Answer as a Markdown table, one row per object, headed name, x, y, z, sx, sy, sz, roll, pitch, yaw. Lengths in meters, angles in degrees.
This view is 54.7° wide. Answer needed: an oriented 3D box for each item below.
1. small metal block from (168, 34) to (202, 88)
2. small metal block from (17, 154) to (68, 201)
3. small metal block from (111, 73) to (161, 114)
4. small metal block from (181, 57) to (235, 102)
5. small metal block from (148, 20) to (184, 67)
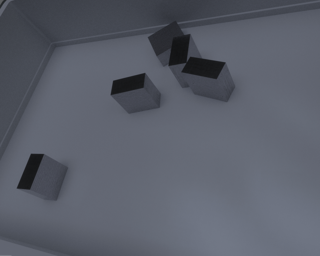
| name | x | y | z | sx | sy | sz | roll | pitch | yaw |
| --- | --- | --- | --- | --- | --- | --- | --- | --- | --- |
| small metal block | 0.036 | -0.091 | 0.426 | 0.025 | 0.050 | 0.050 | -5 | 60 | 25 |
| small metal block | -0.161 | 0.069 | 0.430 | 0.025 | 0.050 | 0.050 | -2 | 61 | 27 |
| small metal block | -0.033 | -0.047 | 0.434 | 0.050 | 0.050 | 0.025 | -10 | 58 | 23 |
| small metal block | 0.062 | -0.062 | 0.394 | 0.050 | 0.050 | 0.025 | 19 | 72 | 35 |
| small metal block | 0.015 | -0.130 | 0.476 | 0.050 | 0.025 | 0.050 | -29 | 52 | 9 |
